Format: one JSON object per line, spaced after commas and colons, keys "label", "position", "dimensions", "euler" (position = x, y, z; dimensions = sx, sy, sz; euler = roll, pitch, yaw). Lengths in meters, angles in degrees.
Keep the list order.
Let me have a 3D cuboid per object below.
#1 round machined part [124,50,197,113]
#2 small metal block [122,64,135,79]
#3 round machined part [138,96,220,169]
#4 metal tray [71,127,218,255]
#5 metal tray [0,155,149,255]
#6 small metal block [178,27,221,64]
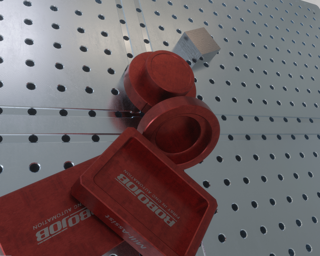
{"label": "round machined part", "position": [0.006, -0.063, 0.406], "dimensions": [0.099, 0.042, 0.098], "euler": [14, 56, -21]}
{"label": "small metal block", "position": [-0.017, -0.068, 0.440], "dimensions": [0.050, 0.025, 0.050], "euler": [-22, 74, -36]}
{"label": "round machined part", "position": [0.019, 0.003, 0.377], "dimensions": [0.099, 0.097, 0.042], "euler": [8, 32, -24]}
{"label": "metal tray", "position": [-0.011, 0.071, 0.316], "dimensions": [0.130, 0.030, 0.090], "euler": [42, 46, -3]}
{"label": "metal tray", "position": [-0.086, 0.089, 0.304], "dimensions": [0.131, 0.030, 0.090], "euler": [-23, 74, -36]}
{"label": "small metal block", "position": [0.067, -0.142, 0.531], "dimensions": [0.050, 0.025, 0.050], "euler": [-26, 76, -37]}
